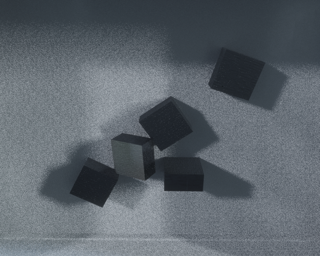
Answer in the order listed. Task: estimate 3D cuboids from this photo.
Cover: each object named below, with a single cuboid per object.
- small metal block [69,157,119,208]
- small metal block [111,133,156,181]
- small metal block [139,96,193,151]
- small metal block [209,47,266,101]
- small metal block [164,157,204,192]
[{"bbox_3d":[-0.092,0.077,0.439,0.050,0.025,0.050,27,108,-10],"label":"small metal block"},{"bbox_3d":[-0.035,0.038,0.413,0.050,0.025,0.050,9,114,31],"label":"small metal block"},{"bbox_3d":[0.008,-0.006,0.409,0.050,0.025,0.050,-33,107,11],"label":"small metal block"},{"bbox_3d":[0.095,-0.068,0.387,0.050,0.025,0.050,17,109,-7],"label":"small metal block"},{"bbox_3d":[0.031,0.062,0.421,0.050,0.050,0.025,1,110,-1],"label":"small metal block"}]
